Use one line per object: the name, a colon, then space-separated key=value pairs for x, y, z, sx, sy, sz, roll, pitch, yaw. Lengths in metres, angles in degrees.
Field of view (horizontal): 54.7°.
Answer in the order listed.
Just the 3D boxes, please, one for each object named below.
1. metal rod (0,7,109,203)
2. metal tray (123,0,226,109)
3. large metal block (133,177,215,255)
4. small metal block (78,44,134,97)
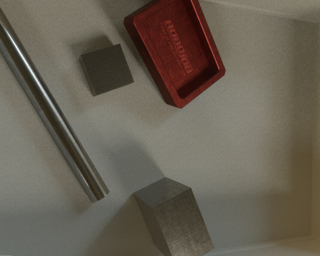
metal rod: x=-0.143 y=-0.045 z=0.357 sx=0.025 sy=0.025 sz=0.299 roll=-31 pitch=101 yaw=-18
metal tray: x=0.024 y=-0.102 z=0.398 sx=0.090 sy=0.030 sz=0.130 roll=-38 pitch=120 yaw=-16
large metal block: x=0.014 y=0.114 z=0.388 sx=0.050 sy=0.080 sz=0.080 roll=-24 pitch=98 yaw=-19
small metal block: x=-0.067 y=-0.072 z=0.386 sx=0.050 sy=0.025 sz=0.050 roll=-23 pitch=98 yaw=-19
